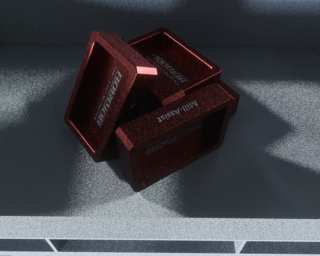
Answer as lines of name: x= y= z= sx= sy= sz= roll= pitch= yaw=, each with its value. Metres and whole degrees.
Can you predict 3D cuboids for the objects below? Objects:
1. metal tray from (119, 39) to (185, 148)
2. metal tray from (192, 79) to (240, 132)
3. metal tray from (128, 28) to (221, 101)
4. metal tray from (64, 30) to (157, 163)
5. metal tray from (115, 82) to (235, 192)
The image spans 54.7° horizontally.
metal tray: x=-0.023 y=-0.043 z=0.396 sx=0.030 sy=0.089 sz=0.130 roll=-30 pitch=57 yaw=-23
metal tray: x=0.037 y=-0.053 z=0.447 sx=0.091 sy=0.030 sz=0.130 roll=-28 pitch=55 yaw=-20
metal tray: x=0.009 y=-0.086 z=0.433 sx=0.091 sy=0.030 sz=0.130 roll=-30 pitch=56 yaw=-23
metal tray: x=-0.064 y=-0.035 z=0.366 sx=0.030 sy=0.129 sz=0.090 roll=-6 pitch=42 yaw=-47
metal tray: x=0.018 y=0.011 z=0.351 sx=0.131 sy=0.089 sz=0.030 roll=-26 pitch=55 yaw=-21
